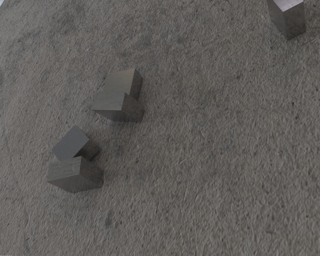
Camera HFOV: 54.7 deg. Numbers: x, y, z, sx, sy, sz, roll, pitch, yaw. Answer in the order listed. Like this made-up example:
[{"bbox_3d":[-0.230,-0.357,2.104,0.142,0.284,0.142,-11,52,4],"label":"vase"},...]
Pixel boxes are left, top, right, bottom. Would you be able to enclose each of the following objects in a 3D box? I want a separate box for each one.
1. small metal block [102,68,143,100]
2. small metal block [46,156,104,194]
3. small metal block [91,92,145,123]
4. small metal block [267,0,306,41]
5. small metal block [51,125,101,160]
[{"bbox_3d":[-0.058,-0.060,0.471,0.050,0.025,0.050,-6,59,25],"label":"small metal block"},{"bbox_3d":[-0.110,0.063,0.407,0.050,0.050,0.025,-15,56,20],"label":"small metal block"},{"bbox_3d":[-0.058,-0.028,0.433,0.050,0.050,0.025,3,74,29],"label":"small metal block"},{"bbox_3d":[0.160,-0.149,0.395,0.025,0.050,0.050,-26,53,12],"label":"small metal block"},{"bbox_3d":[-0.121,0.030,0.446,0.050,0.025,0.050,-48,46,-6],"label":"small metal block"}]
